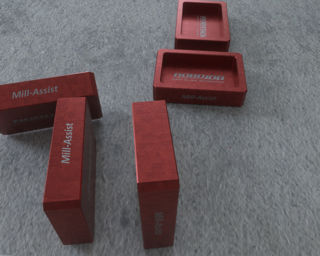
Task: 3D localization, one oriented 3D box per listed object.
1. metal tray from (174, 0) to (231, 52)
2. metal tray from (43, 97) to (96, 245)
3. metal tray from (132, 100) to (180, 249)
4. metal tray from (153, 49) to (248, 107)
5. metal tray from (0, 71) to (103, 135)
[{"bbox_3d":[0.074,-0.182,0.553,0.091,0.030,0.130,4,50,3],"label":"metal tray"},{"bbox_3d":[-0.088,0.042,0.323,0.030,0.089,0.130,-4,50,-6],"label":"metal tray"},{"bbox_3d":[-0.006,0.048,0.294,0.030,0.129,0.090,-5,50,-4],"label":"metal tray"},{"bbox_3d":[0.058,-0.077,0.465,0.131,0.030,0.090,4,50,2],"label":"metal tray"},{"bbox_3d":[-0.141,-0.027,0.379,0.131,0.090,0.030,-11,76,-10],"label":"metal tray"}]
